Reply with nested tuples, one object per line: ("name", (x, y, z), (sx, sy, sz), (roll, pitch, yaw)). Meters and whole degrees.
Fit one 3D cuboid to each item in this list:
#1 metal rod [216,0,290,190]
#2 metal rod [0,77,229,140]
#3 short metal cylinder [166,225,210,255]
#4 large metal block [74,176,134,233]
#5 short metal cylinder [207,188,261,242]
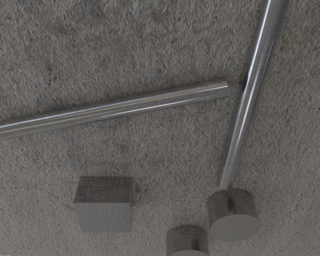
("metal rod", (0.107, -0.026, 0.385), (0.025, 0.025, 0.298), (2, 130, -2))
("metal rod", (-0.068, -0.022, 0.387), (0.301, 0.025, 0.025), (-10, 130, 8))
("short metal cylinder", (0.052, 0.227, 0.584), (0.081, 0.050, 0.079), (0, 130, 0))
("large metal block", (-0.086, 0.123, 0.495), (0.081, 0.050, 0.079), (0, 130, -1))
("short metal cylinder", (0.121, 0.145, 0.516), (0.081, 0.050, 0.079), (0, 130, 0))
